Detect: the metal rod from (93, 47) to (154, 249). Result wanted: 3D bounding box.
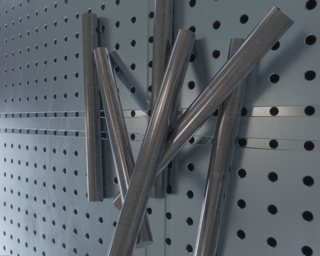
[{"bbox_3d":[-0.056,0.004,0.411,0.025,0.025,0.299,-40,52,33],"label":"metal rod"}]

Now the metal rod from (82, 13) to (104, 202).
[{"bbox_3d":[-0.108,-0.034,0.500,0.025,0.025,0.298,-4,87,40],"label":"metal rod"}]

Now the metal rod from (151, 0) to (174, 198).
[{"bbox_3d":[0.002,-0.058,0.408,0.025,0.025,0.298,3,92,40],"label":"metal rod"}]

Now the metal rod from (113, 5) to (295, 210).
[{"bbox_3d":[0.030,-0.001,0.351,0.299,0.025,0.025,-51,60,28],"label":"metal rod"}]

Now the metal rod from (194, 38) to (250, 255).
[{"bbox_3d":[0.067,0.052,0.354,0.025,0.025,0.298,14,99,39],"label":"metal rod"}]

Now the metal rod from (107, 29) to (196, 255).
[{"bbox_3d":[-0.008,0.022,0.343,0.025,0.025,0.299,3,68,40],"label":"metal rod"}]
